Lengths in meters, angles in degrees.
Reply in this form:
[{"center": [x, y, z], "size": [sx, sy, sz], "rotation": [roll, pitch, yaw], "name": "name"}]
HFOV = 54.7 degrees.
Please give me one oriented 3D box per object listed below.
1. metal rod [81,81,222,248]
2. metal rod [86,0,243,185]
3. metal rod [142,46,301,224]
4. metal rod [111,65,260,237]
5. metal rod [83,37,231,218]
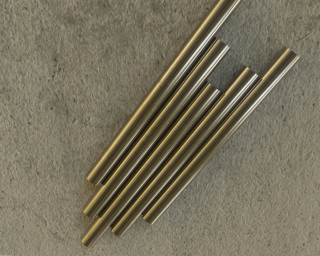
[{"center": [-0.021, 0.060, 0.433], "size": [0.025, 0.025, 0.299], "rotation": [35, 106, -12], "name": "metal rod"}, {"center": [-0.004, -0.041, 0.396], "size": [0.025, 0.025, 0.299], "rotation": [35, 106, -12], "name": "metal rod"}, {"center": [0.072, 0.021, 0.419], "size": [0.025, 0.025, 0.299], "rotation": [35, 106, -12], "name": "metal rod"}, {"center": [0.025, 0.041, 0.426], "size": [0.025, 0.025, 0.299], "rotation": [35, 106, -12], "name": "metal rod"}, {"center": [-0.013, 0.010, 0.415], "size": [0.025, 0.025, 0.299], "rotation": [35, 106, -12], "name": "metal rod"}]
